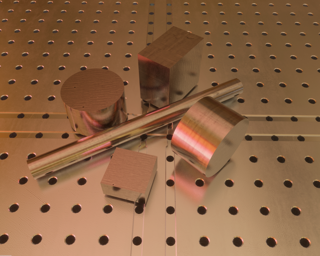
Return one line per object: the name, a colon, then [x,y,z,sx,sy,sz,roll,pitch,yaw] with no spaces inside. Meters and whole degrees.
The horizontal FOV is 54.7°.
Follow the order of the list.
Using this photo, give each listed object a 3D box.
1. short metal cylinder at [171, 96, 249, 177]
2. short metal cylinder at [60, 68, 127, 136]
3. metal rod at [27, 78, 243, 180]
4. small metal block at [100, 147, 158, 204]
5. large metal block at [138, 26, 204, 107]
short metal cylinder: [0.058,0.010,0.359,0.050,0.080,0.080,36,59,26]
short metal cylinder: [-0.086,-0.035,0.415,0.081,0.050,0.080,0,50,0]
metal rod: [-0.018,-0.006,0.408,0.302,0.025,0.025,-23,54,-18]
small metal block: [-0.034,0.054,0.357,0.050,0.025,0.050,12,51,9]
large metal block: [0.016,-0.083,0.437,0.050,0.080,0.080,29,56,22]
